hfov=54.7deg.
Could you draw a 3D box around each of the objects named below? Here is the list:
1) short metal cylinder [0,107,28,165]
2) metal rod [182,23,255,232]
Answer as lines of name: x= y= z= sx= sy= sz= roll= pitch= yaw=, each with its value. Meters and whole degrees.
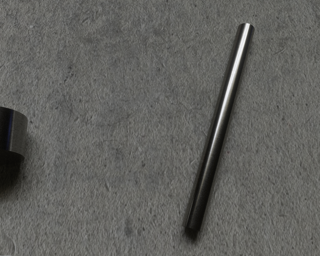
short metal cylinder: x=-0.205 y=0.011 z=0.372 sx=0.081 sy=0.080 sz=0.050 roll=-3 pitch=70 yaw=-2
metal rod: x=0.083 y=-0.015 z=0.414 sx=0.025 sy=0.025 sz=0.299 roll=17 pitch=71 yaw=6
